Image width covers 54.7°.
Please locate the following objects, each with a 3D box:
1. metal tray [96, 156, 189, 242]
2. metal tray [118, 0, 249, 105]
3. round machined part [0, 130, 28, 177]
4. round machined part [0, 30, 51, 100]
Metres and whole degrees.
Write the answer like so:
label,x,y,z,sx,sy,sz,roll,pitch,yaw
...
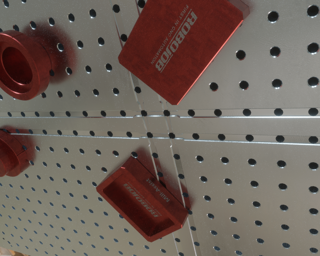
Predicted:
label,x,y,z,sx,sy,sz,roll,pitch,yaw
metal tray,-0.030,0.117,0.495,0.130,0.030,0.090,46,129,-4
metal tray,0.020,-0.098,0.337,0.090,0.030,0.129,39,129,1
round machined part,-0.308,0.055,0.597,0.098,0.042,0.097,13,124,21
round machined part,-0.199,-0.093,0.448,0.098,0.042,0.097,13,124,21
